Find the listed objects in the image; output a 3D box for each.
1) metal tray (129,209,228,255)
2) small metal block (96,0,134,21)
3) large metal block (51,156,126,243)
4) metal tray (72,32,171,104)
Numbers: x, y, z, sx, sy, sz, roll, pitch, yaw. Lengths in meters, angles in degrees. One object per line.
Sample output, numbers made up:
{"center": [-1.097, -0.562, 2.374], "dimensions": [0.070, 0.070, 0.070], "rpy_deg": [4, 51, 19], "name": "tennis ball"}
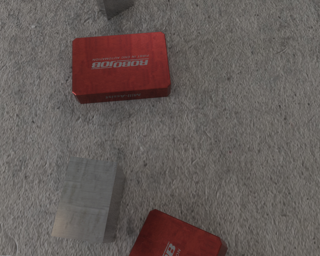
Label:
{"center": [0.005, 0.164, 0.327], "dimensions": [0.090, 0.030, 0.130], "rpy_deg": [15, 69, 31], "name": "metal tray"}
{"center": [-0.069, -0.199, 0.467], "dimensions": [0.050, 0.050, 0.025], "rpy_deg": [-36, 74, -12], "name": "small metal block"}
{"center": [-0.074, 0.083, 0.348], "dimensions": [0.050, 0.080, 0.080], "rpy_deg": [7, 70, 3], "name": "large metal block"}
{"center": [-0.054, -0.085, 0.436], "dimensions": [0.131, 0.030, 0.090], "rpy_deg": [-5, 70, -2], "name": "metal tray"}
